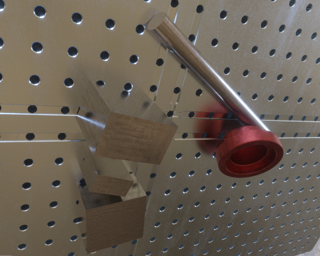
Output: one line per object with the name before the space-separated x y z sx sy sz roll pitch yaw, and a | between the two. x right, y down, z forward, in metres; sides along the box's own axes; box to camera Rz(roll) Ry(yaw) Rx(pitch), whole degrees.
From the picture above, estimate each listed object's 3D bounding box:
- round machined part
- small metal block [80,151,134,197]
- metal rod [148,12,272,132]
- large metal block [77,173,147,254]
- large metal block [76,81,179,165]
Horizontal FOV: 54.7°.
round machined part | 0.135 0.033 0.479 0.099 0.042 0.097 -5 139 -4
small metal block | -0.068 0.059 0.394 0.050 0.050 0.025 18 109 -35
metal rod | 0.091 -0.048 0.431 0.025 0.025 0.301 -49 129 6
large metal block | -0.068 0.117 0.430 0.081 0.050 0.079 -8 122 -24
large metal block | -0.040 -0.006 0.350 0.081 0.080 0.050 12 112 -34
